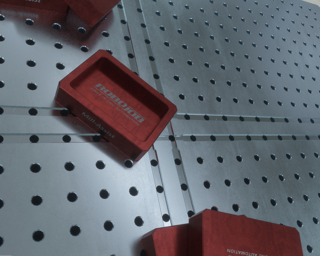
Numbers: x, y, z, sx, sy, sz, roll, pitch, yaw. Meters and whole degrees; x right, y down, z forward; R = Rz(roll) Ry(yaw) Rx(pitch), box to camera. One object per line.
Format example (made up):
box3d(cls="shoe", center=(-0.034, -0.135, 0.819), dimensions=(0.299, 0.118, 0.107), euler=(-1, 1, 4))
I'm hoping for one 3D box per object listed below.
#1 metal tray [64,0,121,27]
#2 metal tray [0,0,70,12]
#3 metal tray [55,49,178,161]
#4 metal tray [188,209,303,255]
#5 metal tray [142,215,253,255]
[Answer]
box3d(cls="metal tray", center=(-0.119, -0.217, 0.439), dimensions=(0.130, 0.030, 0.090), euler=(45, 38, -20))
box3d(cls="metal tray", center=(-0.195, -0.213, 0.430), dimensions=(0.131, 0.030, 0.090), euler=(-2, 63, -29))
box3d(cls="metal tray", center=(-0.052, -0.032, 0.395), dimensions=(0.130, 0.030, 0.090), euler=(38, 51, -3))
box3d(cls="metal tray", center=(0.094, 0.144, 0.328), dimensions=(0.131, 0.030, 0.090), euler=(17, 55, -19))
box3d(cls="metal tray", center=(0.052, 0.151, 0.341), dimensions=(0.131, 0.030, 0.090), euler=(1, 61, -28))
